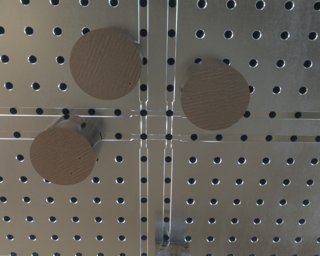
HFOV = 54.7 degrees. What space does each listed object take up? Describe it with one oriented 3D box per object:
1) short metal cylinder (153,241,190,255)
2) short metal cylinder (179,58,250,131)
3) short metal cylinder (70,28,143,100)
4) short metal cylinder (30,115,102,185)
[{"bbox_3d":[0.015,0.212,0.462,0.050,0.080,0.079,4,110,-2],"label":"short metal cylinder"},{"bbox_3d":[0.065,-0.043,0.385,0.081,0.050,0.079,0,110,0],"label":"short metal cylinder"},{"bbox_3d":[-0.061,-0.078,0.370,0.081,0.050,0.079,0,110,0],"label":"short metal cylinder"},{"bbox_3d":[-0.122,0.028,0.409,0.081,0.050,0.079,0,110,0],"label":"short metal cylinder"}]
